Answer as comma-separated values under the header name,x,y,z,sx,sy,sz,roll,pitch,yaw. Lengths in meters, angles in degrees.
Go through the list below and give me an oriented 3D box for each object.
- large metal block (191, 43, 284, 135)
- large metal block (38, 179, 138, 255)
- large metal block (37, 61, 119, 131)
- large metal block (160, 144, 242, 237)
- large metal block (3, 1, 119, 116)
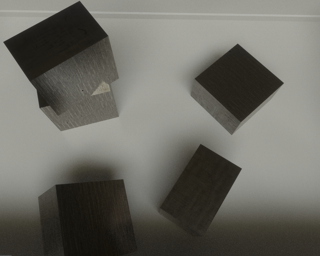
name,x,y,z,sx,sy,sz,roll,pitch,yaw
large metal block,0.101,-0.051,0.416,0.080,0.050,0.080,-40,75,-14
large metal block,-0.079,0.104,0.337,0.081,0.050,0.080,3,64,-41
large metal block,-0.102,-0.041,0.394,0.081,0.080,0.050,-15,71,-6
large metal block,0.043,0.074,0.354,0.050,0.080,0.080,32,73,10
large metal block,-0.095,-0.068,0.319,0.080,0.080,0.050,-35,74,-12
